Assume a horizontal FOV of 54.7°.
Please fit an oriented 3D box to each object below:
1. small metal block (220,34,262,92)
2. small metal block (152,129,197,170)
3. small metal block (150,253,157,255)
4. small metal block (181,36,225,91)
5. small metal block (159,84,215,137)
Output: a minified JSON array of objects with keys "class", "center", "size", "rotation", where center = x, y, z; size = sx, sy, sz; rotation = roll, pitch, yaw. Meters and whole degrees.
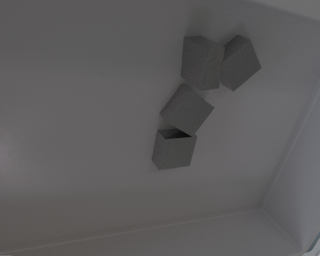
[{"class":"small metal block","center":[0.100,-0.085,0.410],"size":[0.050,0.025,0.050],"rotation":[-40,130,-1]},{"class":"small metal block","center":[0.020,0.029,0.437],"size":[0.050,0.025,0.050],"rotation":[-4,120,-27]},{"class":"small metal block","center":[-0.023,0.262,0.561],"size":[0.050,0.025,0.050],"rotation":[-20,126,-17]},{"class":"small metal block","center":[0.049,-0.078,0.371],"size":[0.025,0.050,0.050],"rotation":[-11,123,-22]},{"class":"small metal block","center":[0.036,-0.023,0.414],"size":[0.050,0.025,0.050],"rotation":[29,102,-38]}]
